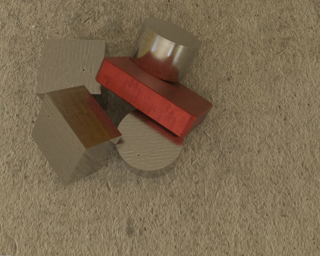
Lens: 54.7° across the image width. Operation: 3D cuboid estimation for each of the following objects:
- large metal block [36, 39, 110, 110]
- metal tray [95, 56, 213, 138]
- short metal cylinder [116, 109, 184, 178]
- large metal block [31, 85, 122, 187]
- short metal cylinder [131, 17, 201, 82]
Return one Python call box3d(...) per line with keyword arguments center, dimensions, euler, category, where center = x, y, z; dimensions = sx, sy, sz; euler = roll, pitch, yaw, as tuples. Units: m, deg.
box3d(center=(-0.113, -0.071, 0.419), dimensions=(0.080, 0.050, 0.080), euler=(1, 70, 0), category="large metal block")
box3d(center=(-0.004, -0.045, 0.393), dimensions=(0.130, 0.090, 0.030), euler=(34, 113, 11), category="metal tray")
box3d(center=(-0.012, 0.019, 0.390), dimensions=(0.081, 0.050, 0.080), euler=(0, 70, 0), category="short metal cylinder")
box3d(center=(-0.102, 0.009, 0.369), dimensions=(0.050, 0.080, 0.080), euler=(-22, 68, -46), category="large metal block")
box3d(center=(0.007, -0.105, 0.414), dimensions=(0.080, 0.050, 0.080), euler=(19, 33, -12), category="short metal cylinder")
